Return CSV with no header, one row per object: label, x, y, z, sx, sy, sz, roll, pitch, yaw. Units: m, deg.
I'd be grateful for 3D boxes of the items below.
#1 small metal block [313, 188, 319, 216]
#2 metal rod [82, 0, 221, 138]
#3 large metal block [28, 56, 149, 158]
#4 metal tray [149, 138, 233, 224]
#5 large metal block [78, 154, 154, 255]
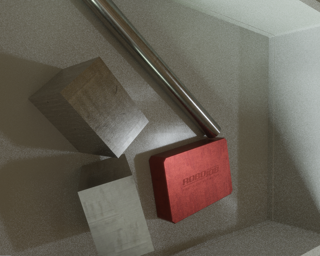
small metal block,0.399,0.179,0.749,0.050,0.025,0.050,-43,116,-32
metal rod,-0.009,-0.083,0.400,0.300,0.025,0.025,44,63,-31
large metal block,-0.072,-0.018,0.312,0.050,0.080,0.080,-52,121,-27
metal tray,0.049,0.070,0.447,0.131,0.030,0.089,-14,99,-39
large metal block,-0.047,0.081,0.324,0.050,0.080,0.080,-16,102,-9
